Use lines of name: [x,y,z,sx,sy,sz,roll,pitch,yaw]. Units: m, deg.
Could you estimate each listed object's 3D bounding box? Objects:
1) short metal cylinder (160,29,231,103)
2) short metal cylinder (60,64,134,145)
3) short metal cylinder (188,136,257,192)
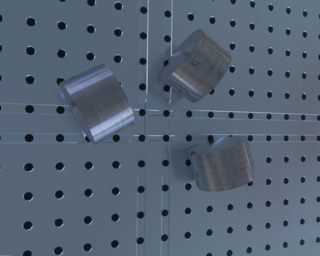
short metal cylinder: [0.045,-0.080,0.401,0.050,0.080,0.080,35,79,-17]
short metal cylinder: [-0.072,-0.027,0.357,0.050,0.080,0.080,-30,100,-18]
short metal cylinder: [0.083,0.046,0.416,0.081,0.080,0.050,-17,96,-20]
